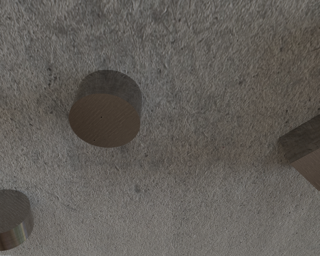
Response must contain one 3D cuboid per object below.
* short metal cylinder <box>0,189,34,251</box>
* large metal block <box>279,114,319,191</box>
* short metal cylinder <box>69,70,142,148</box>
[{"bbox_3d":[-0.247,0.145,0.492,0.081,0.080,0.050,6,130,-5],"label":"short metal cylinder"},{"bbox_3d":[0.225,0.030,0.419,0.080,0.050,0.080,-37,121,27],"label":"large metal block"},{"bbox_3d":[-0.063,-0.022,0.371,0.081,0.050,0.079,0,130,0],"label":"short metal cylinder"}]
